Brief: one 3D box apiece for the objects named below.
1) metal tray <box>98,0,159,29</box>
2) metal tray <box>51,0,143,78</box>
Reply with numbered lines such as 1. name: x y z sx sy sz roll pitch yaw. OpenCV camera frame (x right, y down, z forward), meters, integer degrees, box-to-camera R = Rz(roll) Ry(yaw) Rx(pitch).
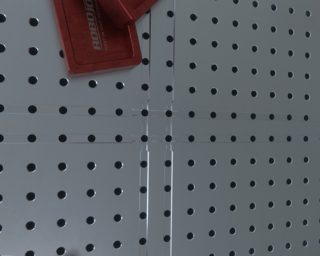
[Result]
1. metal tray: -0.030 -0.192 0.367 0.090 0.030 0.130 52 55 -25
2. metal tray: -0.080 -0.134 0.380 0.091 0.030 0.129 -13 95 -20
